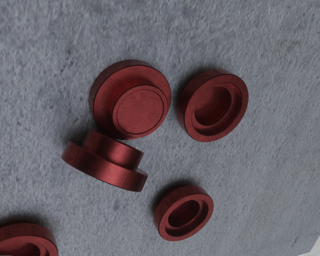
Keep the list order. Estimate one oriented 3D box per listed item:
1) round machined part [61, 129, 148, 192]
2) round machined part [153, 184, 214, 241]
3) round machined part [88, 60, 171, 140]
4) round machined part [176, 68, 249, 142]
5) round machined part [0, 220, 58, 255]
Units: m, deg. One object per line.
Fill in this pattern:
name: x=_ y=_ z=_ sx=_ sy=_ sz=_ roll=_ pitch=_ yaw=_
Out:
round machined part: x=-0.057 y=0.033 z=0.354 sx=0.098 sy=0.098 sz=0.042 roll=28 pitch=84 yaw=-38
round machined part: x=0.034 y=0.130 z=0.497 sx=0.099 sy=0.042 sz=0.097 roll=-14 pitch=125 yaw=-21
round machined part: x=-0.030 y=-0.027 z=0.364 sx=0.099 sy=0.042 sz=0.097 roll=-14 pitch=124 yaw=-21
round machined part: x=0.065 y=-0.033 z=0.413 sx=0.099 sy=0.042 sz=0.097 roll=-14 pitch=125 yaw=-21
round machined part: x=-0.184 y=0.157 z=0.393 sx=0.099 sy=0.042 sz=0.097 roll=-14 pitch=125 yaw=-21
